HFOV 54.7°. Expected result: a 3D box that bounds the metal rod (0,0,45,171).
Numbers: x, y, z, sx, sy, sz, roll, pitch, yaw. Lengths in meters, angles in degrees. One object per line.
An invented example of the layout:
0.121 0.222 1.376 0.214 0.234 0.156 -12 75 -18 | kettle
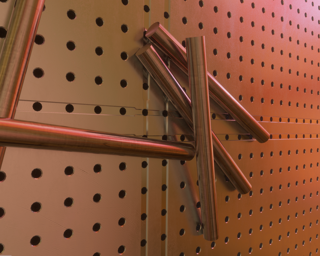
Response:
-0.138 -0.062 0.293 0.025 0.025 0.299 18 79 -39 | metal rod

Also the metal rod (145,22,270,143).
0.091 -0.055 0.487 0.301 0.025 0.025 36 68 -35 | metal rod

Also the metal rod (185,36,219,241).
0.062 0.025 0.438 0.025 0.025 0.298 -20 111 -38 | metal rod

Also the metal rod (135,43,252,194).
0.063 0.002 0.464 0.300 0.025 0.025 51 60 -28 | metal rod

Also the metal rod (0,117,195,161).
-0.063 0.016 0.338 0.302 0.025 0.025 10 84 -46 | metal rod
